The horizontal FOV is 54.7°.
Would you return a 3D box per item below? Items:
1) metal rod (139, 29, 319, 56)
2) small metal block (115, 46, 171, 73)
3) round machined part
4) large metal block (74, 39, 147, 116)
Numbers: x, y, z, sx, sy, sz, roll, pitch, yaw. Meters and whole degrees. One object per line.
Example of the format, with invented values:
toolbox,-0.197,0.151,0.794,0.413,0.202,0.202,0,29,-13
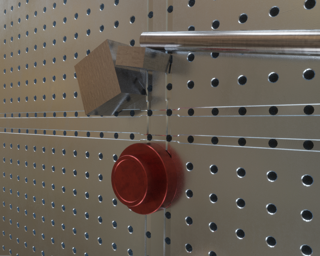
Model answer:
metal rod,0.094,-0.092,0.331,0.300,0.025,0.025,14,99,39
small metal block,-0.022,-0.091,0.411,0.050,0.050,0.025,15,100,39
round machined part,-0.028,0.069,0.422,0.098,0.042,0.097,0,90,40
large metal block,-0.074,-0.070,0.454,0.080,0.050,0.080,-26,74,37
